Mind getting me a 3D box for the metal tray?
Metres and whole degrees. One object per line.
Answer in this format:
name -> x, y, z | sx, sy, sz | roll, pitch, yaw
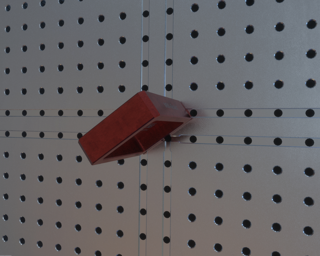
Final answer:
metal tray -> -0.022, 0.001, 0.364 | 0.090, 0.130, 0.030 | -36, 78, 16
